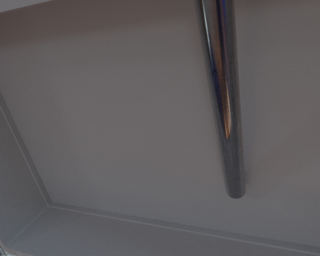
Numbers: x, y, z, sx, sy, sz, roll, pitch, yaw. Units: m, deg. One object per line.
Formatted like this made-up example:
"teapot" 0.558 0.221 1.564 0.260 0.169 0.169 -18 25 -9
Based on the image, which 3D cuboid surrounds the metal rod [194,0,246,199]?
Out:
"metal rod" 0.064 -0.007 0.293 0.025 0.025 0.299 9 147 23
